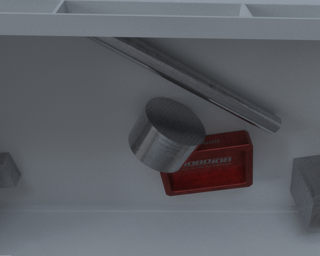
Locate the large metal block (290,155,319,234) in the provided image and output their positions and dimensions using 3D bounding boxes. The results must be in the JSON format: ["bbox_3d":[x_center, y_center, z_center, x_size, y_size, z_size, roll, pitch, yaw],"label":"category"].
[{"bbox_3d":[0.235,0.097,0.460,0.050,0.080,0.080,-9,130,7],"label":"large metal block"}]

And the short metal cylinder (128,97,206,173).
[{"bbox_3d":[0.008,0.008,0.380,0.080,0.080,0.050,21,127,-17],"label":"short metal cylinder"}]

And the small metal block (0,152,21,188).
[{"bbox_3d":[-0.244,0.064,0.460,0.050,0.025,0.050,-4,130,2],"label":"small metal block"}]

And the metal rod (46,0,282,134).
[{"bbox_3d":[0.022,-0.062,0.356,0.302,0.025,0.025,25,126,-20],"label":"metal rod"}]

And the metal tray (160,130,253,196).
[{"bbox_3d":[0.066,0.054,0.452,0.131,0.030,0.090,-8,130,6],"label":"metal tray"}]
